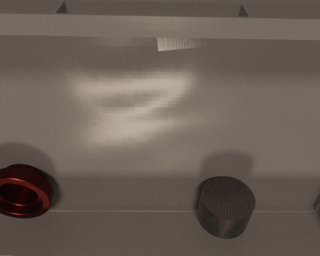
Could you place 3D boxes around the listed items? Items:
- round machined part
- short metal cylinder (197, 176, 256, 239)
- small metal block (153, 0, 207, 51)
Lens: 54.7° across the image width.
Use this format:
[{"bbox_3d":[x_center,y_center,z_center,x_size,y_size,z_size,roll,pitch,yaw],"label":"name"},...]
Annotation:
[{"bbox_3d":[-0.213,0.093,0.474,0.099,0.042,0.097,-1,130,0],"label":"round machined part"},{"bbox_3d":[0.101,0.121,0.478,0.081,0.080,0.050,2,130,-2],"label":"short metal cylinder"},{"bbox_3d":[0.021,-0.109,0.316,0.050,0.025,0.050,-5,130,3],"label":"small metal block"}]
